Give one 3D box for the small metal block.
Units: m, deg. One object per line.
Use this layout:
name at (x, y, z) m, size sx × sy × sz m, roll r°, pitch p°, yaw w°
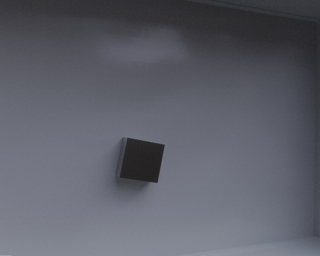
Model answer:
small metal block at (-0.026, 0.041, 0.401) m, size 0.050 × 0.025 × 0.050 m, roll 12°, pitch 86°, yaw -20°
